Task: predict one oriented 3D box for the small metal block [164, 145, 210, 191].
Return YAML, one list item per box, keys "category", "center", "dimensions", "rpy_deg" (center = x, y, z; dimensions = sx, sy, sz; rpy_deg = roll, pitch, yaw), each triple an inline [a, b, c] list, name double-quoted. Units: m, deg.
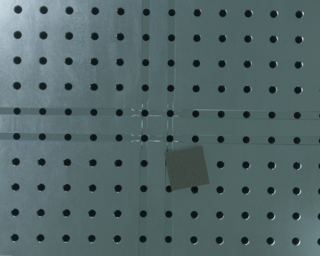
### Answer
- category: "small metal block"
  center: [0.035, 0.052, 0.414]
  dimensions: [0.050, 0.025, 0.050]
  rpy_deg: [-11, 90, 0]
